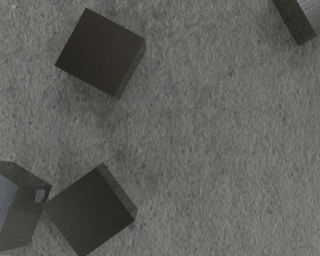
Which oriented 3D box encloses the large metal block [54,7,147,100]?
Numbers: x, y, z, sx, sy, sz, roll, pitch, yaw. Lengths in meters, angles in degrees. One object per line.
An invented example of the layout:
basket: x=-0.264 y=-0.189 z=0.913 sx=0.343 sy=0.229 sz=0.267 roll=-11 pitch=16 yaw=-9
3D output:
large metal block: x=-0.072 y=-0.091 z=0.396 sx=0.080 sy=0.050 sz=0.080 roll=28 pitch=90 yaw=-1

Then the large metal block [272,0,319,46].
large metal block: x=0.205 y=-0.166 z=0.400 sx=0.080 sy=0.050 sz=0.080 roll=-30 pitch=90 yaw=0

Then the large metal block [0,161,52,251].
large metal block: x=-0.192 y=0.092 z=0.379 sx=0.080 sy=0.050 sz=0.080 roll=21 pitch=90 yaw=27

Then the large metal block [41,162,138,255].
large metal block: x=-0.086 y=0.102 z=0.396 sx=0.080 sy=0.050 sz=0.080 roll=-36 pitch=91 yaw=-1
